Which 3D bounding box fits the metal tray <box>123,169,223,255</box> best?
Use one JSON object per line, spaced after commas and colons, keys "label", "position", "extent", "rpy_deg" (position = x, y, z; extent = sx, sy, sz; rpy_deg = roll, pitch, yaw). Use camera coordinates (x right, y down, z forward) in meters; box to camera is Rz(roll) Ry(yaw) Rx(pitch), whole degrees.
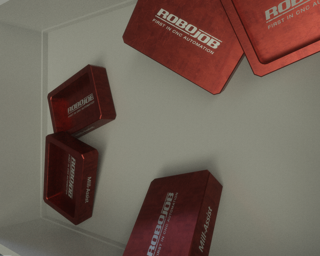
{"label": "metal tray", "position": [0.012, 0.112, 0.341], "extent": [0.090, 0.030, 0.130], "rpy_deg": [-17, 36, 38]}

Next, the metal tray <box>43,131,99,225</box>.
{"label": "metal tray", "position": [-0.148, 0.081, 0.504], "extent": [0.090, 0.030, 0.129], "rpy_deg": [23, 115, 29]}

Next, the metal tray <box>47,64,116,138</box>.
{"label": "metal tray", "position": [-0.134, -0.037, 0.514], "extent": [0.130, 0.030, 0.090], "rpy_deg": [-23, 76, 37]}

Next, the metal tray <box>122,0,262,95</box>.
{"label": "metal tray", "position": [0.033, -0.107, 0.344], "extent": [0.130, 0.030, 0.089], "rpy_deg": [32, 112, 10]}

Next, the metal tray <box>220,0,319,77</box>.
{"label": "metal tray", "position": [0.128, -0.112, 0.266], "extent": [0.130, 0.030, 0.090], "rpy_deg": [-23, 97, 30]}
